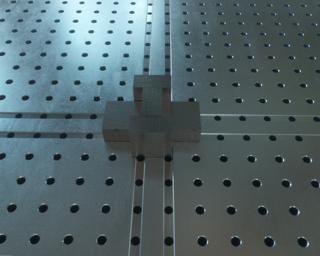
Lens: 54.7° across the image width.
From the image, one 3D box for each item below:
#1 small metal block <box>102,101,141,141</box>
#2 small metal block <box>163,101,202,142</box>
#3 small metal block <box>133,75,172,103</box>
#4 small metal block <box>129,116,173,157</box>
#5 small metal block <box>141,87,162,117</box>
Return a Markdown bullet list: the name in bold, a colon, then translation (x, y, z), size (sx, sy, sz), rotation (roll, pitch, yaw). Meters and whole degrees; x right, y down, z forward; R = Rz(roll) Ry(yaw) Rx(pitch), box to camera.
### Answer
- **small metal block**: translation (-0.048, -0.010, 0.415), size (0.050, 0.025, 0.050), rotation (0, 50, 0)
- **small metal block**: translation (0.028, -0.009, 0.415), size (0.050, 0.025, 0.050), rotation (1, 50, 0)
- **small metal block**: translation (-0.010, -0.046, 0.430), size (0.050, 0.050, 0.025), rotation (1, 50, 0)
- **small metal block**: translation (-0.010, 0.011, 0.381), size (0.050, 0.050, 0.025), rotation (1, 50, 0)
- **small metal block**: translation (-0.010, -0.018, 0.405), size (0.025, 0.050, 0.050), rotation (1, 50, 0)
